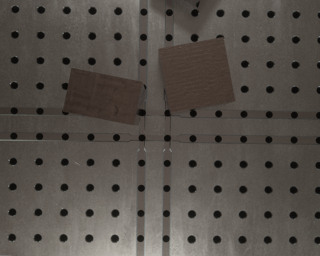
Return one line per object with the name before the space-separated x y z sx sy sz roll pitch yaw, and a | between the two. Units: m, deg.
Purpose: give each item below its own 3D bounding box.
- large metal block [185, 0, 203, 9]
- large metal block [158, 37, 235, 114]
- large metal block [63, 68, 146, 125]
large metal block | 0.040 -0.219 0.401 0.080 0.050 0.080 33 90 -1
large metal block | 0.045 -0.065 0.401 0.080 0.050 0.080 -10 90 -1
large metal block | -0.064 -0.035 0.385 0.080 0.080 0.050 11 90 -1
